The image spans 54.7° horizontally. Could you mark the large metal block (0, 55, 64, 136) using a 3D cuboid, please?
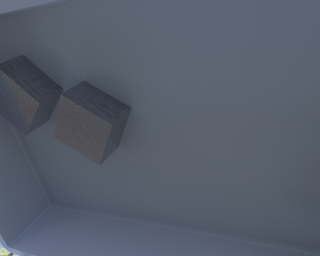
[{"bbox_3d":[-0.206,-0.049,0.471,0.080,0.050,0.080,41,129,0],"label":"large metal block"}]

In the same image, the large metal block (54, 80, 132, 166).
[{"bbox_3d":[-0.097,-0.007,0.439,0.080,0.050,0.079,30,128,8],"label":"large metal block"}]
